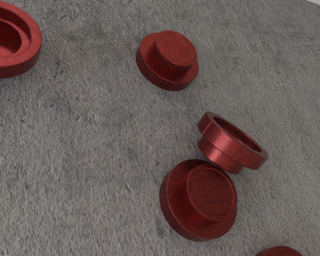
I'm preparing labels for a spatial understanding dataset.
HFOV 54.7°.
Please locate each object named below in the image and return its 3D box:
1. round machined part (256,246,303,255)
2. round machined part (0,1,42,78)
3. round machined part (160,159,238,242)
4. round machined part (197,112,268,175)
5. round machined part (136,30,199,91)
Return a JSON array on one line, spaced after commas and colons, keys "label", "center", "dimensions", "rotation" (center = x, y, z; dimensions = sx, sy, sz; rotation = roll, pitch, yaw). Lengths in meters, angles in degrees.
[{"label": "round machined part", "center": [0.155, 0.189, 0.361], "dimensions": [0.099, 0.042, 0.098], "rotation": [14, 56, -21]}, {"label": "round machined part", "center": [-0.188, -0.095, 0.350], "dimensions": [0.099, 0.042, 0.098], "rotation": [14, 56, -21]}, {"label": "round machined part", "center": [0.053, 0.082, 0.371], "dimensions": [0.099, 0.042, 0.098], "rotation": [14, 56, -21]}, {"label": "round machined part", "center": [0.088, 0.024, 0.406], "dimensions": [0.098, 0.042, 0.098], "rotation": [31, 17, -10]}, {"label": "round machined part", "center": [0.017, -0.108, 0.467], "dimensions": [0.099, 0.042, 0.098], "rotation": [14, 56, -21]}]
